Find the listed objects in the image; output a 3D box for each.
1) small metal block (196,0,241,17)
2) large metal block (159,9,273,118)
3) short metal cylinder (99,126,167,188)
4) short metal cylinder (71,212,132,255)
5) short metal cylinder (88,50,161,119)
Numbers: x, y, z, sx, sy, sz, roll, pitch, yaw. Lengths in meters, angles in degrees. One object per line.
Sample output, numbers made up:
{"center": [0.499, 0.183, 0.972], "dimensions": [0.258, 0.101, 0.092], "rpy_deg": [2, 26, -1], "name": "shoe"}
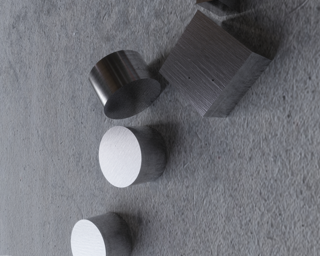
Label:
{"center": [0.065, -0.154, 0.335], "dimensions": [0.025, 0.050, 0.050], "rpy_deg": [6, 94, 40], "name": "small metal block"}
{"center": [0.058, -0.068, 0.341], "dimensions": [0.080, 0.050, 0.080], "rpy_deg": [50, 119, 28], "name": "large metal block"}
{"center": [-0.037, 0.037, 0.419], "dimensions": [0.080, 0.050, 0.079], "rpy_deg": [0, 90, 40], "name": "short metal cylinder"}
{"center": [-0.087, 0.171, 0.461], "dimensions": [0.080, 0.050, 0.079], "rpy_deg": [0, 90, 40], "name": "short metal cylinder"}
{"center": [-0.046, -0.056, 0.407], "dimensions": [0.080, 0.081, 0.050], "rpy_deg": [-45, 63, 30], "name": "short metal cylinder"}
